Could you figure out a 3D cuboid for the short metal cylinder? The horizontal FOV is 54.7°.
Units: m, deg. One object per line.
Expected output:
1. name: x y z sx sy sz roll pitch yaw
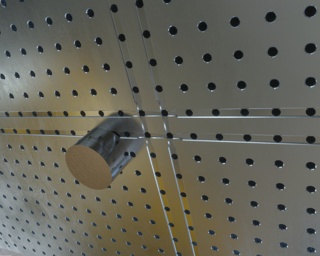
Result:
1. short metal cylinder: -0.095 0.047 0.472 0.080 0.050 0.079 13 124 20
